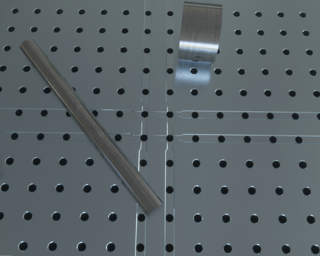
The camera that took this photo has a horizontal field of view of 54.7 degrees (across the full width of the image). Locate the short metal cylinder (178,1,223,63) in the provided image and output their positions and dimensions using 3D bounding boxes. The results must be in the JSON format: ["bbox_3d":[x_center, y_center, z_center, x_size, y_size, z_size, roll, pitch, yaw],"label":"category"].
[{"bbox_3d":[0.054,-0.132,0.431,0.050,0.080,0.080,6,70,2],"label":"short metal cylinder"}]

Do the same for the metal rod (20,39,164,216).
[{"bbox_3d":[-0.099,-0.011,0.414,0.025,0.025,0.300,-37,74,-12],"label":"metal rod"}]
